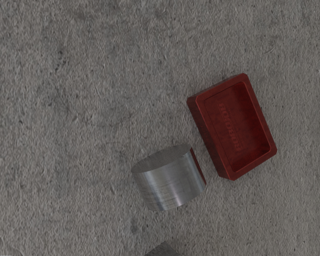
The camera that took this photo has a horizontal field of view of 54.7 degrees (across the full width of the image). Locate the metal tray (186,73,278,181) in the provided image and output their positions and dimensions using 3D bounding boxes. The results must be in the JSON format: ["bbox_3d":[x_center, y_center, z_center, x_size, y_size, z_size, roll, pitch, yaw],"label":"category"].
[{"bbox_3d":[0.105,-0.002,0.445,0.091,0.030,0.129,-28,99,-18],"label":"metal tray"}]

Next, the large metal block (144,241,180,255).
[{"bbox_3d":[0.000,0.209,0.396,0.080,0.050,0.080,-30,100,-18],"label":"large metal block"}]

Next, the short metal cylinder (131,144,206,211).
[{"bbox_3d":[0.011,0.059,0.384,0.081,0.080,0.050,-25,99,-18],"label":"short metal cylinder"}]
